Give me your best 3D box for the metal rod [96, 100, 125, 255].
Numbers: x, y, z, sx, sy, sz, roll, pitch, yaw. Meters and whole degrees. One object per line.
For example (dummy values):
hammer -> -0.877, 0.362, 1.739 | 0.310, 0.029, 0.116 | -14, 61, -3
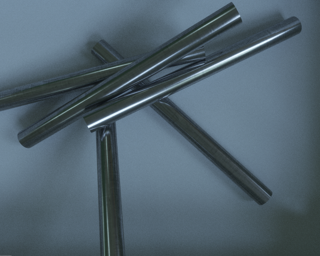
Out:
metal rod -> -0.056, 0.076, 0.344 | 0.025, 0.025, 0.299 | -8, 63, 0

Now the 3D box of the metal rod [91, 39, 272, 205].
metal rod -> 0.029, -0.007, 0.411 | 0.300, 0.025, 0.025 | 42, 90, -1

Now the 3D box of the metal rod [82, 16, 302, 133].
metal rod -> 0.048, -0.071, 0.386 | 0.302, 0.025, 0.025 | -26, 90, -11

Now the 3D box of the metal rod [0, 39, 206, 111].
metal rod -> -0.093, -0.062, 0.390 | 0.301, 0.025, 0.025 | -13, 90, 7

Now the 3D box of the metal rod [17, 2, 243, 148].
metal rod -> -0.047, -0.054, 0.365 | 0.300, 0.025, 0.025 | -28, 91, 14
